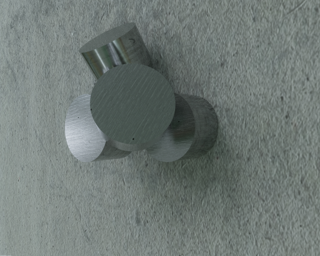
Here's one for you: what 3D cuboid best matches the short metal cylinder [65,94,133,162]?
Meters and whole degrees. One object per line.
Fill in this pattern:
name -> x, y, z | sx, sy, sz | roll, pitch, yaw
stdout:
short metal cylinder -> -0.072, 0.000, 0.381 | 0.080, 0.050, 0.079 | 0, 90, 39

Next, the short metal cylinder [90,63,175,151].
short metal cylinder -> -0.028, -0.019, 0.317 | 0.050, 0.081, 0.080 | 118, 140, -76

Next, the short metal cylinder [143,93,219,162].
short metal cylinder -> 0.022, -0.001, 0.370 | 0.080, 0.050, 0.079 | 0, 90, 39

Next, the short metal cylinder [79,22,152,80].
short metal cylinder -> -0.058, -0.097, 0.408 | 0.080, 0.080, 0.050 | 0, 129, 39

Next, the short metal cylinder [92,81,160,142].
short metal cylinder -> -0.047, -0.022, 0.427 | 0.080, 0.050, 0.079 | 0, 90, 39
